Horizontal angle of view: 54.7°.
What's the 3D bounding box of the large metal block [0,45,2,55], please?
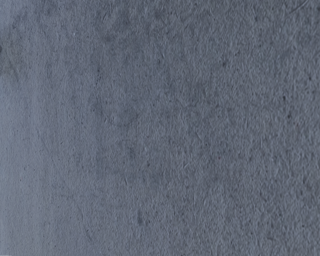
[{"bbox_3d":[-0.431,-0.183,0.745,0.080,0.050,0.080,48,119,29],"label":"large metal block"}]
